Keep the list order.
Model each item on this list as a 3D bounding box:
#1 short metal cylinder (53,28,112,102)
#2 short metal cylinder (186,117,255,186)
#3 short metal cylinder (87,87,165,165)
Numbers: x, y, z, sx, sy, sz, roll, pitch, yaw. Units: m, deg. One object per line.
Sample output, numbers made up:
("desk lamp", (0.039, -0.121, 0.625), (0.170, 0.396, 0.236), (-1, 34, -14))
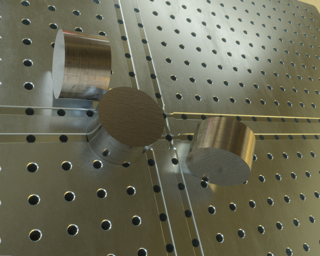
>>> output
("short metal cylinder", (-0.095, -0.073, 0.367), (0.050, 0.080, 0.080), (2, 61, -28))
("short metal cylinder", (0.078, 0.031, 0.398), (0.080, 0.080, 0.050), (30, 52, -10))
("short metal cylinder", (-0.042, -0.003, 0.372), (0.081, 0.050, 0.080), (14, 56, -21))
